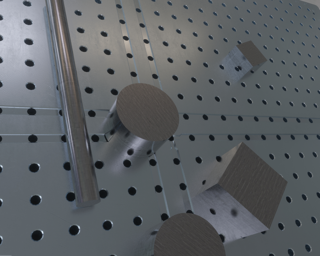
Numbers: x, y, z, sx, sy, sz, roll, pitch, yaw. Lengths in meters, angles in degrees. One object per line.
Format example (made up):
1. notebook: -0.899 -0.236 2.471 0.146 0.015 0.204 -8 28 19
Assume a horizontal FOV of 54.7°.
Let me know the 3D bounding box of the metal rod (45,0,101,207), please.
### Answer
1. metal rod: -0.112 -0.053 0.380 0.025 0.025 0.299 -2 63 -29

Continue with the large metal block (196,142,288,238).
1. large metal block: 0.107 0.079 0.402 0.080 0.050 0.080 42 51 0

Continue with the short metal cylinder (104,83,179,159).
1. short metal cylinder: -0.024 -0.009 0.385 0.081 0.050 0.080 14 56 -21

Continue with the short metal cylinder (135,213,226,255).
1. short metal cylinder: 0.020 0.134 0.321 0.081 0.050 0.080 14 56 -21

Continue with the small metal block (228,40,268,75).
1. small metal block: 0.163 -0.131 0.577 0.050 0.025 0.050 -26 76 -37
